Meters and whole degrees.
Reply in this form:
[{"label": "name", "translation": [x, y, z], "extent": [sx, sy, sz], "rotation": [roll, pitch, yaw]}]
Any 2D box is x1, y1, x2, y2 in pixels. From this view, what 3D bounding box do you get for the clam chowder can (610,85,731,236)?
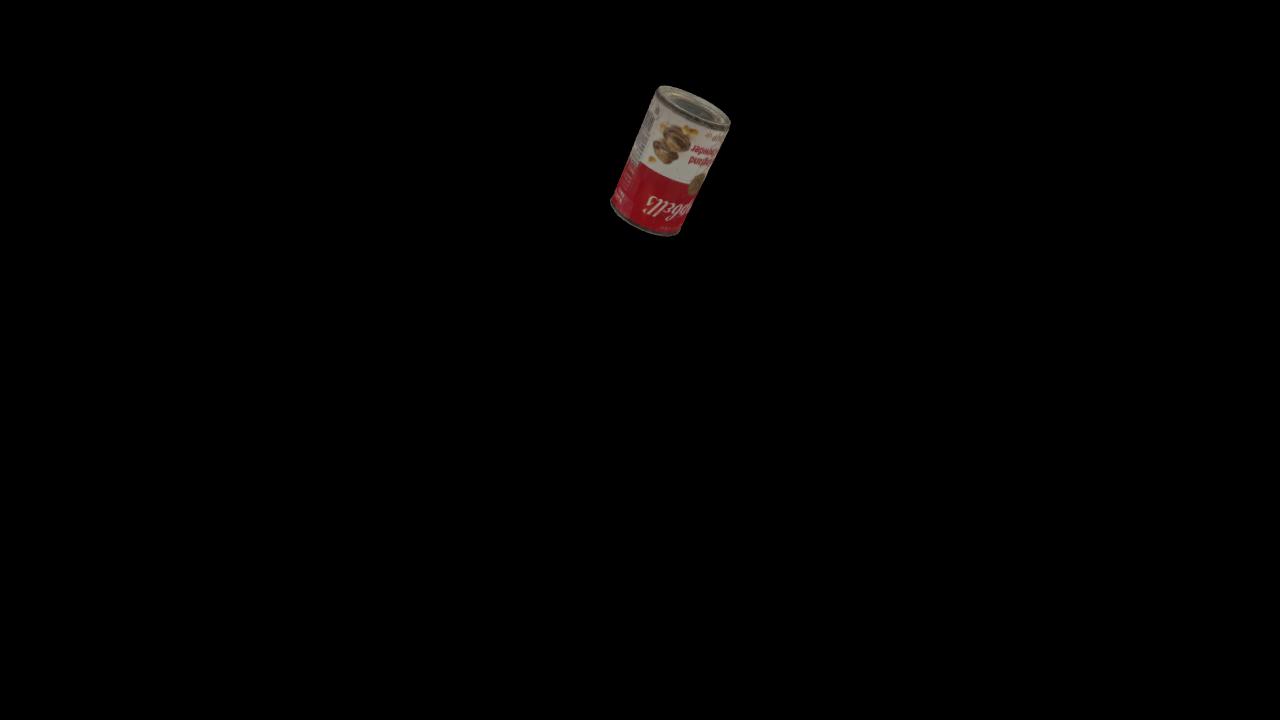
[{"label": "clam chowder can", "translation": [0.024, -0.165, 0.513], "extent": [0.068, 0.102, 0.068], "rotation": [18, 35, -13]}]
